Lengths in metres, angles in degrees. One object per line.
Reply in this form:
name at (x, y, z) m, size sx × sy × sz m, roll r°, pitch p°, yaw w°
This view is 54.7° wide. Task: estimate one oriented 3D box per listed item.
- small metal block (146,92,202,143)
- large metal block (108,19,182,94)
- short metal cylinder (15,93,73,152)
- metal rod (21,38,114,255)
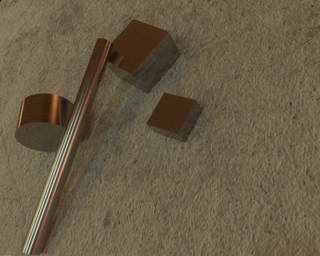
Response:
small metal block at (0.019, -0.014, 0.402) m, size 0.050 × 0.025 × 0.050 m, roll 18°, pitch 71°, yaw 34°
large metal block at (-0.030, -0.110, 0.469) m, size 0.080 × 0.050 × 0.080 m, roll 34°, pitch 80°, yaw 38°
short metal cylinder at (-0.167, -0.006, 0.458) m, size 0.080 × 0.080 × 0.050 m, roll -18°, pitch 55°, yaw 17°
metal rod at (-0.122, 0.016, 0.421) m, size 0.025 × 0.025 × 0.299 m, roll 10°, pitch 77°, yaw 32°
